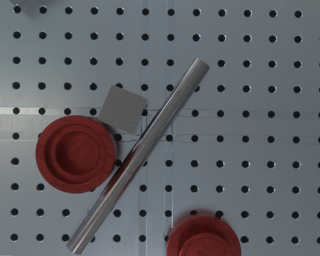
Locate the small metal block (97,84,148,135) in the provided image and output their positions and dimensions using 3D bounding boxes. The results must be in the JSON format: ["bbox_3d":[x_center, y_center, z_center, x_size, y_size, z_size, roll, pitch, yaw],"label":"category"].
[{"bbox_3d":[-0.049,-0.024,0.413,0.050,0.025,0.050,22,90,0],"label":"small metal block"}]

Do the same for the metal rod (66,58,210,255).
[{"bbox_3d":[-0.029,0.037,0.413,0.025,0.025,0.299,35,90,0],"label":"metal rod"}]

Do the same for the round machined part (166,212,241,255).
[{"bbox_3d":[0.057,0.165,0.405,0.099,0.042,0.097,0,90,0],"label":"round machined part"}]

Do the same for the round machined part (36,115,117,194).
[{"bbox_3d":[-0.104,0.032,0.403,0.099,0.042,0.097,0,92,1],"label":"round machined part"}]

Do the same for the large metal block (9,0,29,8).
[{"bbox_3d":[-0.186,-0.220,0.399,0.080,0.050,0.080,-37,90,0],"label":"large metal block"}]
